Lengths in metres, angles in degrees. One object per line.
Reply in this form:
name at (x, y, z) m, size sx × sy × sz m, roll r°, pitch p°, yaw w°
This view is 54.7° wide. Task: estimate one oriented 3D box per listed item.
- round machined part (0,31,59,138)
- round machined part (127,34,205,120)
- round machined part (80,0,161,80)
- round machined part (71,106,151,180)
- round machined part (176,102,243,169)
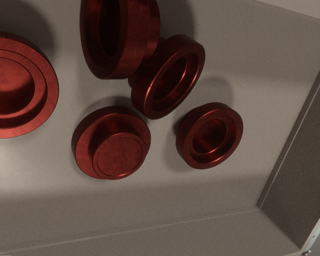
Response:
round machined part at (-0.149, -0.042, 0.290) m, size 0.099 × 0.042 × 0.097 m, roll -14°, pitch 125°, yaw -21°
round machined part at (0.003, -0.060, 0.346) m, size 0.098 × 0.042 × 0.098 m, roll -41°, pitch 157°, yaw -22°
round machined part at (-0.036, -0.094, 0.286) m, size 0.042 × 0.098 × 0.097 m, roll -7°, pitch 122°, yaw -35°
round machined part at (-0.056, 0.025, 0.384) m, size 0.099 × 0.042 × 0.097 m, roll -14°, pitch 125°, yaw -21°
round machined part at (0.065, 0.007, 0.440) m, size 0.099 × 0.042 × 0.097 m, roll -14°, pitch 125°, yaw -21°
